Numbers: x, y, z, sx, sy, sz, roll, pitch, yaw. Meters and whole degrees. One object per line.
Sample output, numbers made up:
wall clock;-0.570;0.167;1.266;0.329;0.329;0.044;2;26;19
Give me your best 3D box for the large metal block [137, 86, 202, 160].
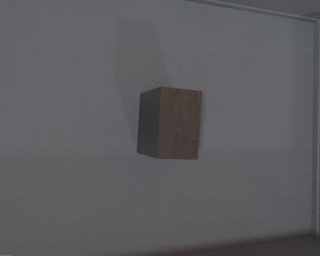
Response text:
large metal block;0.009;-0.005;0.386;0.050;0.080;0.079;4;89;-20
